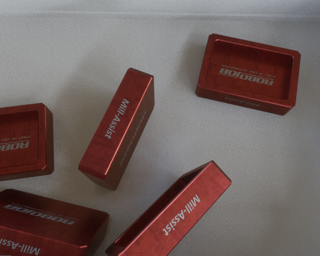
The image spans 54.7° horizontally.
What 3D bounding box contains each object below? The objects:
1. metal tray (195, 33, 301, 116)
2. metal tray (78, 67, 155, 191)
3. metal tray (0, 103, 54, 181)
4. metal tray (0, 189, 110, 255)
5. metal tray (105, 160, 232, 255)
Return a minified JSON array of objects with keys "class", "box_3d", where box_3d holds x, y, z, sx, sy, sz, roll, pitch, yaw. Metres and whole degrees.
[{"class":"metal tray","box_3d":[0.123,-0.076,0.436,0.131,0.030,0.090,13,70,4]},{"class":"metal tray","box_3d":[-0.046,0.005,0.372,0.030,0.090,0.130,21,71,7]},{"class":"metal tray","box_3d":[-0.207,0.021,0.396,0.131,0.030,0.090,-7,70,-3]},{"class":"metal tray","box_3d":[-0.130,0.106,0.332,0.131,0.090,0.030,13,96,4]},{"class":"metal tray","box_3d":[0.007,0.094,0.325,0.131,0.090,0.030,-40,87,-26]}]
